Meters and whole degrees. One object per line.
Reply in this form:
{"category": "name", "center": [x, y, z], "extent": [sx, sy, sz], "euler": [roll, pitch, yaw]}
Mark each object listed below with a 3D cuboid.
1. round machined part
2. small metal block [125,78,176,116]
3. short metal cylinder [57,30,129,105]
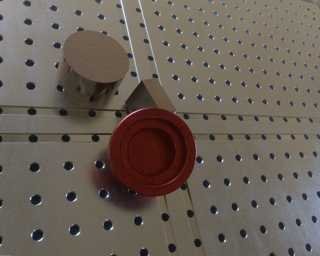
{"category": "round machined part", "center": [-0.011, 0.028, 0.359], "extent": [0.099, 0.042, 0.097], "euler": [2, 83, -16]}
{"category": "small metal block", "center": [-0.014, -0.028, 0.401], "extent": [0.025, 0.050, 0.050], "euler": [-18, 71, -42]}
{"category": "short metal cylinder", "center": [-0.085, -0.076, 0.392], "extent": [0.081, 0.050, 0.080], "euler": [14, 56, -21]}
